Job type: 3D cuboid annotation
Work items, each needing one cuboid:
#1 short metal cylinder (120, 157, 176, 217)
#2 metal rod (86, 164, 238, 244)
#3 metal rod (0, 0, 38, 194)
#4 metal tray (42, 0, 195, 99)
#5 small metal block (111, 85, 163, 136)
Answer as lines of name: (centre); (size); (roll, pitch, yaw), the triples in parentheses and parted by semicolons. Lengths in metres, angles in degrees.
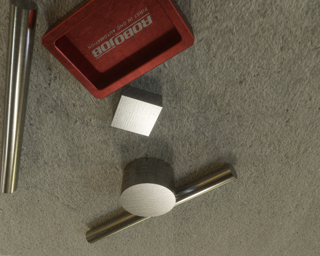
short metal cylinder: (-0.018, 0.090, 0.467); (0.081, 0.050, 0.079); (0, 130, 0)
metal rod: (-0.010, 0.134, 0.520); (0.300, 0.025, 0.025); (-30, 124, 23)
metal rod: (-0.184, -0.015, 0.392); (0.025, 0.025, 0.298); (16, 128, -13)
metal tray: (-0.042, -0.096, 0.321); (0.130, 0.030, 0.090); (-27, 125, 21)
small metal block: (-0.029, -0.022, 0.388); (0.050, 0.025, 0.050); (16, 128, -14)
